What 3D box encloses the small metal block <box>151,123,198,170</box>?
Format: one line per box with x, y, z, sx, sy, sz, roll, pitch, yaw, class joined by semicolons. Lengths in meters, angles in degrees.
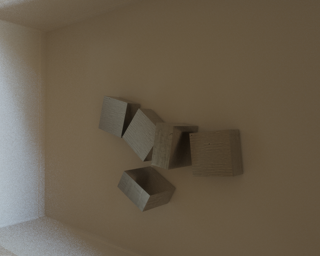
0.018;0.020;0.372;0.025;0.050;0.050;12;98;38;small metal block

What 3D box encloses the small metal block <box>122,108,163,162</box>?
-0.017;0.009;0.415;0.050;0.025;0.050;46;117;30;small metal block

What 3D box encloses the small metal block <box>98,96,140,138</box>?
-0.060;-0.017;0.451;0.050;0.025;0.050;20;102;38;small metal block

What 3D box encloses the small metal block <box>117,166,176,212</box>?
-0.017;0.077;0.400;0.050;0.050;0.025;37;114;33;small metal block

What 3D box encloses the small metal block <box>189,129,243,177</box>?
0.063;0.029;0.350;0.050;0.025;0.050;-7;86;39;small metal block
